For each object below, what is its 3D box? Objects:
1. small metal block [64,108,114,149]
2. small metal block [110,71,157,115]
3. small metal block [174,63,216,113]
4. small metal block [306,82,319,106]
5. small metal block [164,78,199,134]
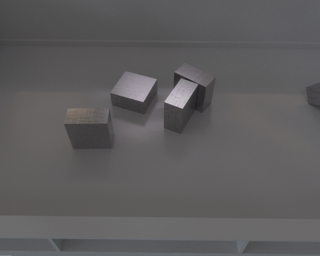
[{"bbox_3d":[-0.086,0.001,0.387,0.050,0.050,0.025,-1,50,-1],"label":"small metal block"},{"bbox_3d":[-0.037,-0.052,0.448,0.050,0.025,0.050,17,52,13],"label":"small metal block"},{"bbox_3d":[0.047,-0.056,0.436,0.050,0.050,0.025,30,56,22],"label":"small metal block"},{"bbox_3d":[0.245,-0.050,0.433,0.050,0.025,0.050,-19,17,-15],"label":"small metal block"},{"bbox_3d":[0.028,-0.029,0.413,0.025,0.050,0.050,22,53,17],"label":"small metal block"}]
